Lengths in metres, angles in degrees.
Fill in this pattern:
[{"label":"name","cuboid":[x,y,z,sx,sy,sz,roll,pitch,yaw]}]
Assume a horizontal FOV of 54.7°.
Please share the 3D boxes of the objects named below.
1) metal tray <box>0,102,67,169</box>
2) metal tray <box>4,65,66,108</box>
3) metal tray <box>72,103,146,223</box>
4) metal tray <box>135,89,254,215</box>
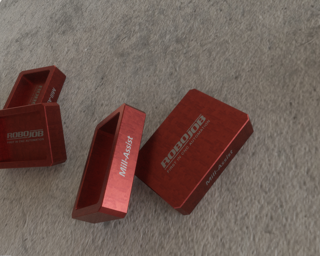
[{"label":"metal tray","cuboid":[-0.207,0.013,0.469,0.130,0.030,0.089,-6,93,24]},{"label":"metal tray","cuboid":[-0.227,-0.045,0.544,0.090,0.030,0.130,-3,60,26]},{"label":"metal tray","cuboid":[-0.062,0.044,0.376,0.090,0.030,0.130,-30,44,51]},{"label":"metal tray","cuboid":[0.035,0.024,0.367,0.090,0.030,0.130,33,80,38]}]
